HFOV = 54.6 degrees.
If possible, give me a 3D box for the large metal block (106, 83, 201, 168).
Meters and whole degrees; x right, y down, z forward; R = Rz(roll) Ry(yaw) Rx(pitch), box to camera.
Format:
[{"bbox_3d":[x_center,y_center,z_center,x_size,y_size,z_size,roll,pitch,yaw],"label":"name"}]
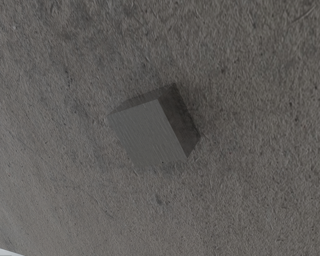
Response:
[{"bbox_3d":[-0.007,-0.001,0.394,0.080,0.050,0.080,-15,111,34],"label":"large metal block"}]
